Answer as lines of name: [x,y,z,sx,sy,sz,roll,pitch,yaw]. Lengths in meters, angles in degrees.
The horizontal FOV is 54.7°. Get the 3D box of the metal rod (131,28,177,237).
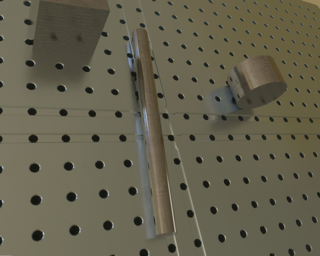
metal rod: [-0.012,-0.014,0.409,0.025,0.025,0.299,6,59,-25]

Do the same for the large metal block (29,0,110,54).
large metal block: [-0.119,-0.144,0.396,0.081,0.080,0.050,-3,63,-30]

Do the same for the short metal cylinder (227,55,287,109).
short metal cylinder: [0.155,-0.072,0.500,0.081,0.080,0.050,-2,63,-29]
